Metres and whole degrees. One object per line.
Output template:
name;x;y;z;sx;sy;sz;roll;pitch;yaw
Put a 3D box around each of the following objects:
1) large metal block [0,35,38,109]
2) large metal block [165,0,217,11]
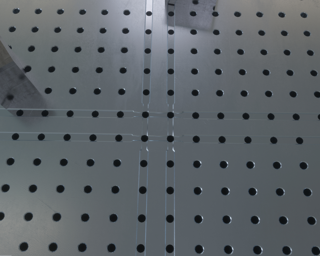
large metal block;-0.218;-0.084;0.412;0.050;0.080;0.080;-34;74;-11
large metal block;0.055;-0.239;0.486;0.080;0.050;0.080;11;70;4
